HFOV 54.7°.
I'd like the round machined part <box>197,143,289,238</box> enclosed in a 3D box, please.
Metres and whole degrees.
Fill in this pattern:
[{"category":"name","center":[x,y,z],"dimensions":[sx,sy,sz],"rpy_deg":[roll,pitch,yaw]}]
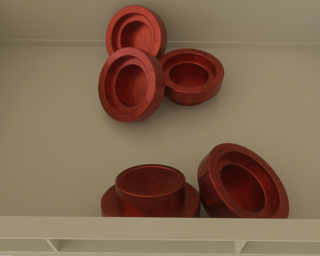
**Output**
[{"category":"round machined part","center":[0.080,0.067,0.322],"dimensions":[0.099,0.042,0.098],"rpy_deg":[20,42,-19]}]

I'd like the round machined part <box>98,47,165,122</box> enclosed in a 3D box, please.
[{"category":"round machined part","center":[-0.033,-0.056,0.417],"dimensions":[0.098,0.097,0.042],"rpy_deg":[40,21,28]}]

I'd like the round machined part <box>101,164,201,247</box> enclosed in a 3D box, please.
[{"category":"round machined part","center":[-0.009,0.068,0.308],"dimensions":[0.099,0.042,0.098],"rpy_deg":[0,18,0]}]

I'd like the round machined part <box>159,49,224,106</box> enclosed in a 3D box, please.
[{"category":"round machined part","center":[0.041,-0.070,0.454],"dimensions":[0.099,0.042,0.098],"rpy_deg":[0,50,0]}]

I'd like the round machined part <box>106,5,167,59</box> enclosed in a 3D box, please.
[{"category":"round machined part","center":[-0.033,-0.137,0.485],"dimensions":[0.098,0.097,0.042],"rpy_deg":[27,19,20]}]
